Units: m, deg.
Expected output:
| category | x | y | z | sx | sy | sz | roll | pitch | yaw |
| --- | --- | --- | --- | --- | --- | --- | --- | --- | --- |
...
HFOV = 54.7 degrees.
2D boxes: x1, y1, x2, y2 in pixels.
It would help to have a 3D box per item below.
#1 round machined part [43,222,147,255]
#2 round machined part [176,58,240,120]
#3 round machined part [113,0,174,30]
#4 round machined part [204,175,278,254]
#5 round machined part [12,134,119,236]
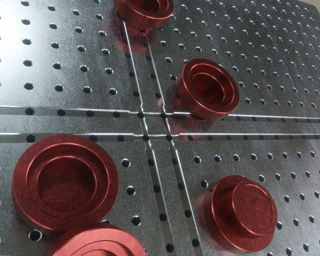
| category | x | y | z | sx | sy | sz | roll | pitch | yaw |
| --- | --- | --- | --- | --- | --- | --- | --- | --- | --- |
| round machined part | -0.061 | 0.132 | 0.270 | 0.099 | 0.042 | 0.097 | 3 | 85 | -31 |
| round machined part | 0.068 | -0.054 | 0.469 | 0.099 | 0.042 | 0.098 | 14 | 56 | -21 |
| round machined part | -0.030 | -0.199 | 0.504 | 0.099 | 0.042 | 0.098 | 14 | 56 | -21 |
| round machined part | 0.108 | 0.106 | 0.393 | 0.099 | 0.042 | 0.098 | 14 | 56 | -21 |
| round machined part | -0.094 | 0.059 | 0.311 | 0.099 | 0.042 | 0.098 | 14 | 55 | -21 |
